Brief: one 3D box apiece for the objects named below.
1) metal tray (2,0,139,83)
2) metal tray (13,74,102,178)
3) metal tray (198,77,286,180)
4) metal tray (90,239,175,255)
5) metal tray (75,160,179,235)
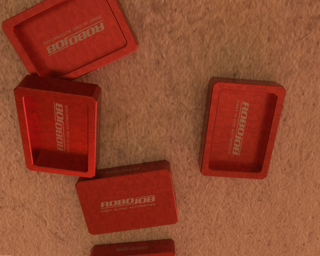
[{"bbox_3d":[-0.102,-0.109,0.365,0.130,0.030,0.090,-23,109,8],"label":"metal tray"},{"bbox_3d":[-0.123,0.003,0.386,0.091,0.030,0.129,8,127,-4],"label":"metal tray"},{"bbox_3d":[0.104,0.002,0.409,0.091,0.030,0.129,4,110,-2],"label":"metal tray"},{"bbox_3d":[-0.039,0.226,0.489,0.131,0.030,0.089,-5,110,1],"label":"metal tray"},{"bbox_3d":[-0.045,0.100,0.444,0.131,0.030,0.089,-9,110,2],"label":"metal tray"}]
